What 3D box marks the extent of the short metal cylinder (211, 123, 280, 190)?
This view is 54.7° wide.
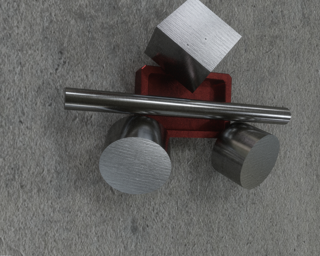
[{"bbox_3d":[0.117,0.036,0.423,0.081,0.050,0.079,-20,123,-33],"label":"short metal cylinder"}]

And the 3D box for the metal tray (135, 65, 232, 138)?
[{"bbox_3d":[0.032,-0.032,0.420,0.131,0.030,0.089,2,89,-20],"label":"metal tray"}]

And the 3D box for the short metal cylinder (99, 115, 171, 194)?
[{"bbox_3d":[-0.027,0.031,0.367,0.081,0.050,0.079,0,120,0],"label":"short metal cylinder"}]

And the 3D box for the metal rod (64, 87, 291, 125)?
[{"bbox_3d":[0.037,-0.025,0.392,0.302,0.025,0.025,3,89,-20],"label":"metal rod"}]

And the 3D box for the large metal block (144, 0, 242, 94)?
[{"bbox_3d":[0.041,-0.105,0.389,0.080,0.050,0.080,41,60,0],"label":"large metal block"}]
